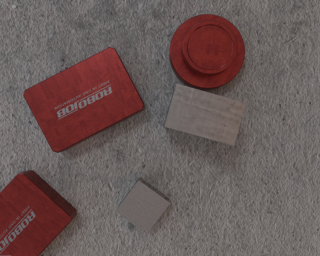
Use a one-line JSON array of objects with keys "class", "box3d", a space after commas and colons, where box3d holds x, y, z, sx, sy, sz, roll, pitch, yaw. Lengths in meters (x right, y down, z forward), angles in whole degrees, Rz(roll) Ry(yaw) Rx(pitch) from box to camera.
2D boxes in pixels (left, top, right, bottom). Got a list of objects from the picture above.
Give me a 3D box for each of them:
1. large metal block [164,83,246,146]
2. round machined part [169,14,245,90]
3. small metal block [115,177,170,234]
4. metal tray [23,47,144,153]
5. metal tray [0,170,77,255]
[{"class": "large metal block", "box3d": [0.050, -0.015, 0.383, 0.080, 0.080, 0.050, 16, 90, -1]}, {"class": "round machined part", "box3d": [0.062, -0.100, 0.402, 0.099, 0.042, 0.097, 0, 90, -1]}, {"class": "small metal block", "box3d": [-0.022, 0.102, 0.410, 0.050, 0.025, 0.050, 37, 90, -1]}, {"class": "metal tray", "box3d": [-0.097, -0.036, 0.406, 0.131, 0.030, 0.090, -27, 90, -1]}, {"class": "metal tray", "box3d": [-0.187, 0.132, 0.405, 0.090, 0.030, 0.130, 43, 90, -1]}]
